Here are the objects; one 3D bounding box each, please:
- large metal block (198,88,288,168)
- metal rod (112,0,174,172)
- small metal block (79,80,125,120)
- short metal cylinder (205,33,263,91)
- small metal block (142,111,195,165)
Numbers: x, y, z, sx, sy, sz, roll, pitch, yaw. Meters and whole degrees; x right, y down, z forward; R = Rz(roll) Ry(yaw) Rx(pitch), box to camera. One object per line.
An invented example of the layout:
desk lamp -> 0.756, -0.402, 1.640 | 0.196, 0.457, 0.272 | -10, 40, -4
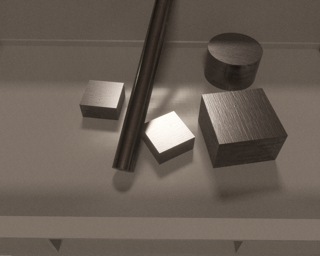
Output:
large metal block -> 0.099, -0.001, 0.391 | 0.081, 0.050, 0.080 | -7, 50, -6
metal rod -> -0.013, -0.091, 0.403 | 0.025, 0.025, 0.299 | 11, 75, 8
small metal block -> -0.080, -0.040, 0.438 | 0.050, 0.025, 0.050 | 6, 50, 4
short metal cylinder -> 0.111, -0.102, 0.476 | 0.081, 0.050, 0.080 | 0, 50, 0
small metal block -> 0.009, 0.012, 0.396 | 0.050, 0.025, 0.050 | -23, 54, -19
